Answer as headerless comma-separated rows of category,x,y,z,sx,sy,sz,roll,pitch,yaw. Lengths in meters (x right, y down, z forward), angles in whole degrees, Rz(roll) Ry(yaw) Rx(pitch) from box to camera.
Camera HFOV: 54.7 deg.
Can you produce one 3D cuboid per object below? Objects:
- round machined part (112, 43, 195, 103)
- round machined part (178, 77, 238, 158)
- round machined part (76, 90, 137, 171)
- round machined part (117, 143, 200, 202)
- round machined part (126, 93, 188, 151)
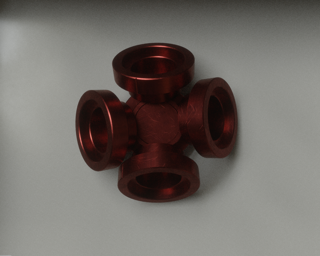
round machined part,-0.007,-0.066,0.382,0.099,0.098,0.042,-4,128,-1
round machined part,0.058,-0.012,0.384,0.042,0.099,0.097,-3,90,36
round machined part,-0.064,0.002,0.382,0.042,0.098,0.097,-7,90,-38
round machined part,-0.002,0.054,0.382,0.099,0.097,0.042,-1,54,-1
round machined part,-0.003,-0.006,0.401,0.099,0.042,0.097,0,90,-1
